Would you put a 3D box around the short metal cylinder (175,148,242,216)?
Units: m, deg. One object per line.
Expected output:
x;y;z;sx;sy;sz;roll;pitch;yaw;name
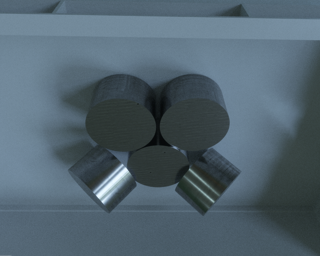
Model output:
0.066;0.074;0.427;0.050;0.081;0.079;40;129;18;short metal cylinder

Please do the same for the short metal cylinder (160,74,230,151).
0.040;-0.018;0.376;0.081;0.050;0.079;0;130;0;short metal cylinder

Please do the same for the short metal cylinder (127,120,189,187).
-0.002;0.035;0.418;0.081;0.050;0.079;0;130;0;short metal cylinder

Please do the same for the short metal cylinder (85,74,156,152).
-0.045;-0.017;0.374;0.081;0.050;0.079;0;130;0;short metal cylinder

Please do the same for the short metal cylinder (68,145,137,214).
-0.078;0.069;0.421;0.050;0.080;0.080;-44;132;-22;short metal cylinder
